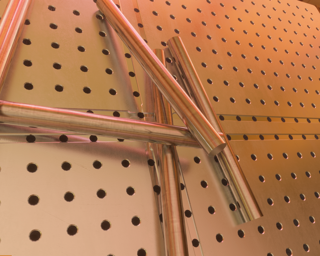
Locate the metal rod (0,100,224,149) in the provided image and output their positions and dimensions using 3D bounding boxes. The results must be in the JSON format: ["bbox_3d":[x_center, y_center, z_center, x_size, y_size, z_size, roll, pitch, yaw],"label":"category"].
[{"bbox_3d":[-0.067,-0.003,0.354,0.302,0.025,0.025,8,58,-17],"label":"metal rod"}]

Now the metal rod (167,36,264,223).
[{"bbox_3d":[0.073,-0.012,0.456,0.025,0.025,0.299,-8,66,-32],"label":"metal rod"}]

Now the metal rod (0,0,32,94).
[{"bbox_3d":[-0.174,-0.083,0.339,0.025,0.025,0.300,13,48,-22],"label":"metal rod"}]

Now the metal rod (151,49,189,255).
[{"bbox_3d":[0.007,0.017,0.403,0.025,0.025,0.299,9,58,-24],"label":"metal rod"}]

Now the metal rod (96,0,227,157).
[{"bbox_3d":[-0.011,-0.085,0.416,0.025,0.025,0.299,-15,57,-34],"label":"metal rod"}]
